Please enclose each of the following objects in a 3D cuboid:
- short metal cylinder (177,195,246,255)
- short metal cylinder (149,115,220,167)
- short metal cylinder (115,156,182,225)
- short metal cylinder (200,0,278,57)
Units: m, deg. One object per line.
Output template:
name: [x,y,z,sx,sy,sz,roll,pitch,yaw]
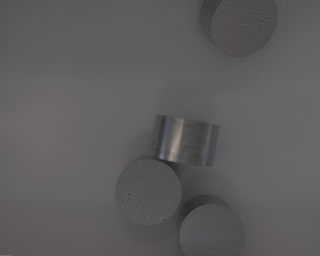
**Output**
short metal cylinder: [0.063,0.131,0.399,0.081,0.050,0.080,0,90,0]
short metal cylinder: [0.030,0.015,0.384,0.080,0.080,0.050,10,90,0]
short metal cylinder: [-0.014,0.077,0.399,0.081,0.050,0.080,0,90,0]
short metal cylinder: [0.095,-0.134,0.382,0.081,0.050,0.079,-5,122,-8]
